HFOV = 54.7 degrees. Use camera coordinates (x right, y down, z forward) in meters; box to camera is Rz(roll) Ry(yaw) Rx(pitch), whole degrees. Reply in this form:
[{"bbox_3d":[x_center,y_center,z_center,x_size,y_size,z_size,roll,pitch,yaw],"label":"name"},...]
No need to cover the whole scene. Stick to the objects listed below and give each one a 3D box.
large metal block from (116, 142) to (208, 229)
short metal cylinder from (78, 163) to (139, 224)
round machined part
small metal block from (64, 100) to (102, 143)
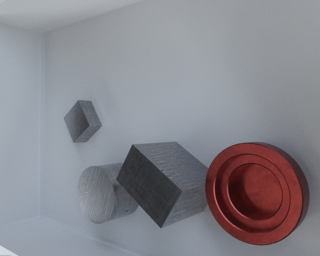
[{"bbox_3d":[0.011,0.060,0.360,0.080,0.081,0.050,40,114,32],"label":"large metal block"},{"bbox_3d":[-0.074,0.093,0.449,0.080,0.050,0.079,0,90,39],"label":"short metal cylinder"},{"bbox_3d":[0.099,0.063,0.313,0.098,0.042,0.097,0,90,39],"label":"round machined part"},{"bbox_3d":[-0.128,-0.010,0.509,0.050,0.025,0.050,-41,65,32],"label":"small metal block"}]
